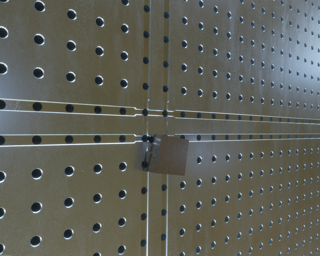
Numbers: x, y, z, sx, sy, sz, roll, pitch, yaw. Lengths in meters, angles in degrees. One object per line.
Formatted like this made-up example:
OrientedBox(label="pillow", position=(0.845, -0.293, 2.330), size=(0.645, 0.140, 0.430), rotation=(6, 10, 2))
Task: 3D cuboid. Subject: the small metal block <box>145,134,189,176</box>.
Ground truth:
OrientedBox(label="small metal block", position=(0.010, 0.037, 0.420), size=(0.050, 0.025, 0.050), rotation=(13, 82, -40))
